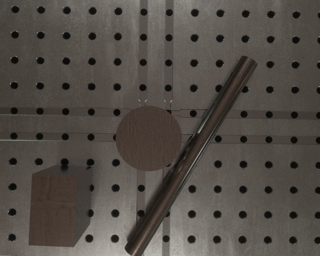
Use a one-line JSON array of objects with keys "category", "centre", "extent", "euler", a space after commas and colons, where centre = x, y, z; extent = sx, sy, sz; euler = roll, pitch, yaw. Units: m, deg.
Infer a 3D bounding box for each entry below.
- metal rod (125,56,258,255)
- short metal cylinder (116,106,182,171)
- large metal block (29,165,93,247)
[{"category": "metal rod", "centre": [0.041, 0.038, 0.413], "extent": [0.025, 0.025, 0.299], "euler": [31, 90, -1]}, {"category": "short metal cylinder", "centre": [-0.014, 0.013, 0.401], "extent": [0.081, 0.050, 0.079], "euler": [0, 90, -1]}, {"category": "large metal block", "centre": [-0.119, 0.092, 0.384], "extent": [0.050, 0.080, 0.079], "euler": [3, 90, 0]}]
